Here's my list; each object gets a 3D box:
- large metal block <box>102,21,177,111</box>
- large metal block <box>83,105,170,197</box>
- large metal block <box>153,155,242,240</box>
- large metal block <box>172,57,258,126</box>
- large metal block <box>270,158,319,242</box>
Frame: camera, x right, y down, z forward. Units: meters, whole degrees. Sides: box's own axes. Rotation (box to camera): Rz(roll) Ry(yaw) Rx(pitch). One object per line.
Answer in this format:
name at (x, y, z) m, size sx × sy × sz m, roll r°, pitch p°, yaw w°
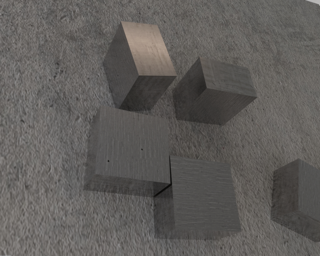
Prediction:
large metal block at (-0.030, -0.076, 0.399) m, size 0.050 × 0.080 × 0.080 m, roll -5°, pitch 64°, yaw -31°
large metal block at (-0.037, 0.028, 0.350) m, size 0.081 × 0.050 × 0.080 m, roll 12°, pitch 57°, yaw -22°
large metal block at (0.039, 0.083, 0.358) m, size 0.081 × 0.050 × 0.080 m, roll 10°, pitch 57°, yaw -23°
large metal block at (0.074, -0.048, 0.437) m, size 0.081 × 0.080 × 0.050 m, roll 6°, pitch 59°, yaw -25°
large metal block at (0.208, 0.103, 0.437) m, size 0.080 × 0.050 × 0.080 m, roll 28°, pitch 52°, yaw -11°
